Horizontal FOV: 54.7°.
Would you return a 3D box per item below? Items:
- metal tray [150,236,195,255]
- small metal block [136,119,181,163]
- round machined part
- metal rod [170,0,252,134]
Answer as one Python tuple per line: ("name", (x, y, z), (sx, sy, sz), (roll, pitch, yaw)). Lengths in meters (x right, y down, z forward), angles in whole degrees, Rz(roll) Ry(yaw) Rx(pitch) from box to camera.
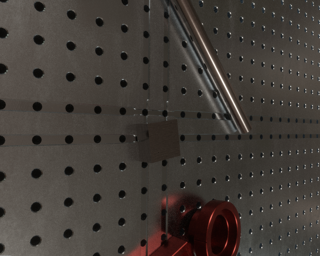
("metal tray", (0.019, 0.229, 0.424), (0.091, 0.030, 0.129), (-29, 109, -36))
("small metal block", (-0.002, 0.016, 0.410), (0.050, 0.025, 0.050), (-10, 97, -40))
("round machined part", (0.078, 0.156, 0.460), (0.099, 0.042, 0.097), (5, 84, -49))
("metal rod", (0.073, -0.111, 0.472), (0.025, 0.025, 0.299), (-48, 119, -29))
